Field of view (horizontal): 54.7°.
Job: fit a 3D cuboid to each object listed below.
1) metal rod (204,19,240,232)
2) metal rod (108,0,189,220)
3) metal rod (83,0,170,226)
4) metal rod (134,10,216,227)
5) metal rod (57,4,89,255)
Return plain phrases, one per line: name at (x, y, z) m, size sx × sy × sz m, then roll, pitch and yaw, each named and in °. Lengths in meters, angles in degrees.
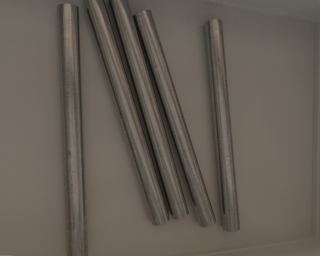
metal rod at (0.090, -0.002, 0.445) m, size 0.025 × 0.025 × 0.298 m, roll -6°, pitch 92°, yaw -20°
metal rod at (-0.013, -0.024, 0.406) m, size 0.025 × 0.025 × 0.298 m, roll -18°, pitch 96°, yaw -19°
metal rod at (-0.041, -0.019, 0.396) m, size 0.025 × 0.025 × 0.298 m, roll -19°, pitch 97°, yaw -19°
metal rod at (0.022, -0.007, 0.419) m, size 0.025 × 0.025 × 0.298 m, roll -20°, pitch 97°, yaw -19°
metal rod at (-0.105, 0.005, 0.372) m, size 0.025 × 0.025 × 0.298 m, roll -2°, pitch 91°, yaw -20°
